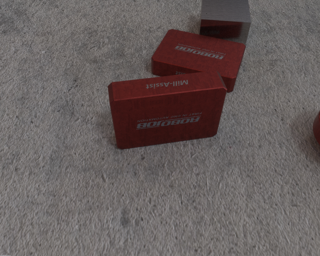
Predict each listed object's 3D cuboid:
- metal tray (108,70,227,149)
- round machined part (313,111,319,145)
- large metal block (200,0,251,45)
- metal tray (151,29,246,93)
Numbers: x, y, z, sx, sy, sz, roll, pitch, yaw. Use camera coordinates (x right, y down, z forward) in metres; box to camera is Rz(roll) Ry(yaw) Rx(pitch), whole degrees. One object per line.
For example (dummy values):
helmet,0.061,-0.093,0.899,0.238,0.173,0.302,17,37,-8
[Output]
metal tray,0.008,-0.020,0.377,0.131,0.089,0.030,-8,51,-7
round machined part,0.241,0.012,0.386,0.099,0.042,0.098,0,50,0
large metal block,0.112,-0.188,0.547,0.080,0.050,0.080,5,50,4
metal tray,0.062,-0.110,0.493,0.131,0.030,0.090,16,52,12
